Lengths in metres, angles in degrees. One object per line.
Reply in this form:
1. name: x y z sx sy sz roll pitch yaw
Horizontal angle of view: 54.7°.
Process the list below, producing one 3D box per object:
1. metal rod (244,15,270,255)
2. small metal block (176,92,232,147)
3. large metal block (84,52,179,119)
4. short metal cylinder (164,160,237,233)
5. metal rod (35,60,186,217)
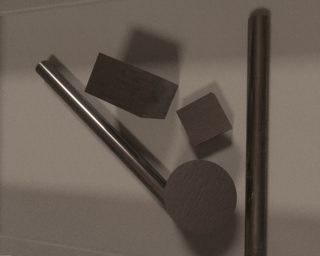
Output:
1. metal rod: 0.116 0.019 0.369 0.025 0.025 0.298 1 90 19
2. small metal block: 0.056 -0.010 0.390 0.050 0.025 0.050 -28 81 17
3. large metal block: -0.032 -0.050 0.392 0.080 0.080 0.050 25 98 18
4. short metal cylinder: 0.045 0.080 0.366 0.081 0.050 0.080 0 77 1
5. metal rod: -0.074 0.008 0.435 0.300 0.025 0.025 44 103 14
